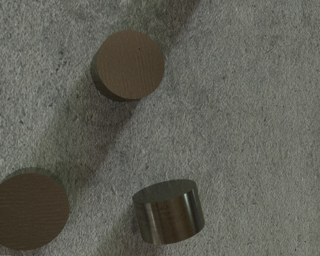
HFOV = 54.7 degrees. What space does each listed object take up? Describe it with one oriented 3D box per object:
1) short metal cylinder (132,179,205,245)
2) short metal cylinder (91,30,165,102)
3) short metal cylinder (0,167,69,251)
[{"bbox_3d":[0.011,0.101,0.384,0.081,0.080,0.050,-15,95,-19],"label":"short metal cylinder"},{"bbox_3d":[-0.041,-0.073,0.380,0.081,0.050,0.080,0,90,-20],"label":"short metal cylinder"},{"bbox_3d":[-0.144,0.086,0.343,0.081,0.050,0.080,0,90,-20],"label":"short metal cylinder"}]
